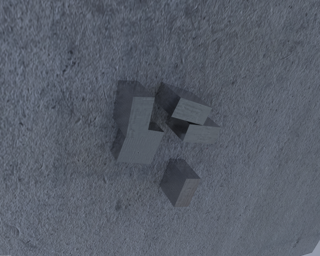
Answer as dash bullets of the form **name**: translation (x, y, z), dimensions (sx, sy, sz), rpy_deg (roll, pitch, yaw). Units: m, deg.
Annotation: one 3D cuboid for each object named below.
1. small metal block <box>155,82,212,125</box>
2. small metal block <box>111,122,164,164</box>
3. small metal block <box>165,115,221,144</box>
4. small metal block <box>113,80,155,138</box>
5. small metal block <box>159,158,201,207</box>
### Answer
- **small metal block**: translation (0.028, -0.031, 0.387), dimensions (0.050, 0.050, 0.025), rpy_deg (14, 111, -34)
- **small metal block**: translation (-0.030, 0.018, 0.401), dimensions (0.050, 0.025, 0.050), rpy_deg (9, 114, -33)
- **small metal block**: translation (0.043, -0.004, 0.412), dimensions (0.050, 0.050, 0.025), rpy_deg (5, 116, -31)
- **small metal block**: translation (-0.032, -0.023, 0.359), dimensions (0.025, 0.050, 0.050), rpy_deg (-2, 119, -28)
- **small metal block**: translation (0.028, 0.080, 0.455), dimensions (0.025, 0.050, 0.050), rpy_deg (6, 115, -31)
